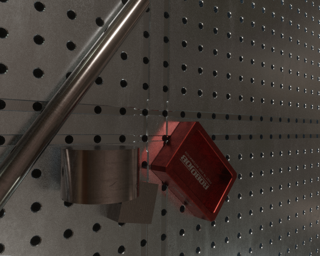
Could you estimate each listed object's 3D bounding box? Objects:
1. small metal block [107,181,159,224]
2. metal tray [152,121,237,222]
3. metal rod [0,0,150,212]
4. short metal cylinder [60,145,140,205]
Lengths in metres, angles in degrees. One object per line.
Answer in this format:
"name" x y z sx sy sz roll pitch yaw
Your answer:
"small metal block" -0.033 0.090 0.384 0.050 0.025 0.050 18 79 -39
"metal tray" 0.056 0.064 0.454 0.130 0.030 0.090 50 60 -29
"metal rod" -0.093 -0.040 0.332 0.025 0.025 0.300 45 63 -31
"short metal cylinder" -0.062 0.045 0.323 0.081 0.080 0.050 0 90 -40
